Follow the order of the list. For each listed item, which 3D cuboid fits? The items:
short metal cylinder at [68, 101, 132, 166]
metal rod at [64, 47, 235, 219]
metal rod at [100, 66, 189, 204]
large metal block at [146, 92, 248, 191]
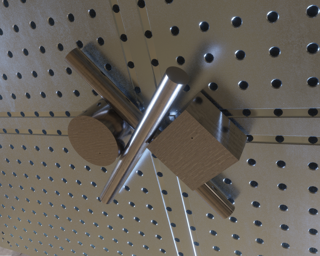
[{"bbox_3d":[-0.081,0.007,0.437,0.080,0.050,0.079,13,124,21],"label":"short metal cylinder"},{"bbox_3d":[-0.011,0.010,0.417,0.300,0.025,0.025,45,129,-4],"label":"metal rod"},{"bbox_3d":[-0.036,0.033,0.419,0.025,0.025,0.298,36,137,4],"label":"metal rod"},{"bbox_3d":[0.044,0.017,0.376,0.080,0.050,0.080,44,129,-2],"label":"large metal block"}]
